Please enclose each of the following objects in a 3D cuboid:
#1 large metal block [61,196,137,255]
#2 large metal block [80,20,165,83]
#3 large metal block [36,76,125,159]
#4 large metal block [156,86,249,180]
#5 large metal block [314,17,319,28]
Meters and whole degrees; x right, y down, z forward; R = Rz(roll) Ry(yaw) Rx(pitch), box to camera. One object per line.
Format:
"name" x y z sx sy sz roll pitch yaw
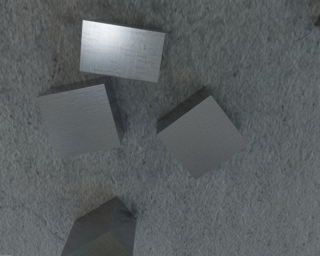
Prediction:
"large metal block" -0.083 0.155 0.436 0.080 0.080 0.050 -32 107 11
"large metal block" -0.039 -0.089 0.347 0.081 0.080 0.050 8 110 -4
"large metal block" -0.095 -0.015 0.390 0.080 0.050 0.079 -11 110 3
"large metal block" 0.052 0.006 0.399 0.080 0.050 0.080 -37 107 12
"large metal block" 0.242 -0.137 0.349 0.080 0.050 0.079 21 109 -8
